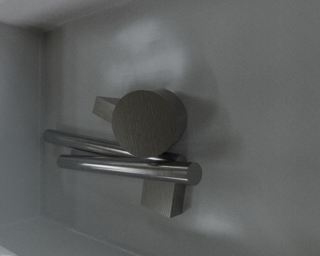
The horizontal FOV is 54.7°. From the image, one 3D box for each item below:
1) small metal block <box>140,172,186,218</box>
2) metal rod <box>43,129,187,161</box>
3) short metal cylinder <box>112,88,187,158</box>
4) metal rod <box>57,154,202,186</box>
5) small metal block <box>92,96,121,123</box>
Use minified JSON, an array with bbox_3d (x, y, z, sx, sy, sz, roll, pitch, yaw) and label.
[{"bbox_3d":[0.004,0.082,0.401,0.050,0.025,0.050,12,98,39],"label":"small metal block"},{"bbox_3d":[-0.089,0.030,0.477,0.300,0.025,0.025,8,95,39],"label":"metal rod"},{"bbox_3d":[-0.011,-0.008,0.381,0.080,0.050,0.079,3,101,18],"label":"short metal cylinder"},{"bbox_3d":[-0.067,0.054,0.435,0.300,0.025,0.025,-3,88,46],"label":"metal rod"},{"bbox_3d":[-0.057,-0.024,0.436,0.050,0.050,0.025,27,107,37],"label":"small metal block"}]
